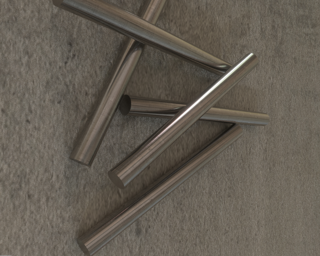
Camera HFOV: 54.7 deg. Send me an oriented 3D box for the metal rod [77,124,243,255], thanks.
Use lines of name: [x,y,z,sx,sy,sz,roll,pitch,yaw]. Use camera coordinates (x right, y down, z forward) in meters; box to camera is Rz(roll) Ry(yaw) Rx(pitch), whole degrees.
metal rod: [0.022,0.067,0.425,0.302,0.025,0.025,-31,110,-36]

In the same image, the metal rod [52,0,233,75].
metal rod: [0.010,-0.106,0.386,0.302,0.025,0.025,8,85,-49]

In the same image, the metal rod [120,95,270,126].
metal rod: [0.074,-0.022,0.468,0.302,0.025,0.025,3,88,-40]

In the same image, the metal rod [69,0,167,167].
metal rod: [-0.033,-0.096,0.378,0.025,0.025,0.299,35,69,-35]

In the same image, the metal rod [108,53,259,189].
metal rod: [0.049,-0.026,0.414,0.302,0.025,0.025,-40,115,-33]
